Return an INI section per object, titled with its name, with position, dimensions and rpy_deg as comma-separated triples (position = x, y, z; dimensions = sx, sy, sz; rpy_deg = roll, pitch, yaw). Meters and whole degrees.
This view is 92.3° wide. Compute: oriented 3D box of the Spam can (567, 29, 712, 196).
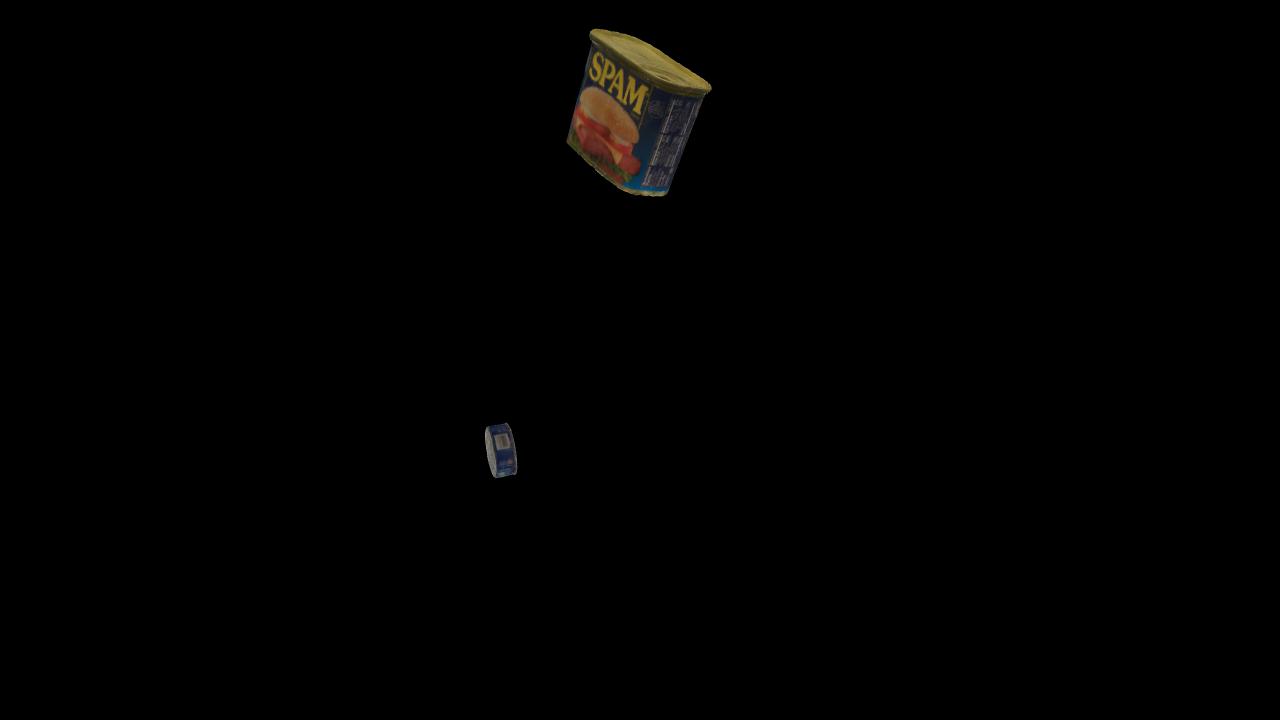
[Spam can]
position = -0.006, -0.185, 0.464
dimensions = 0.058, 0.085, 0.101
rpy_deg = -12, 49, -38

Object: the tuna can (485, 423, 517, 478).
[tuna can]
position = -0.220, 0.143, 0.972
dimensions = 0.034, 0.084, 0.084
rpy_deg = -9, 3, -23
